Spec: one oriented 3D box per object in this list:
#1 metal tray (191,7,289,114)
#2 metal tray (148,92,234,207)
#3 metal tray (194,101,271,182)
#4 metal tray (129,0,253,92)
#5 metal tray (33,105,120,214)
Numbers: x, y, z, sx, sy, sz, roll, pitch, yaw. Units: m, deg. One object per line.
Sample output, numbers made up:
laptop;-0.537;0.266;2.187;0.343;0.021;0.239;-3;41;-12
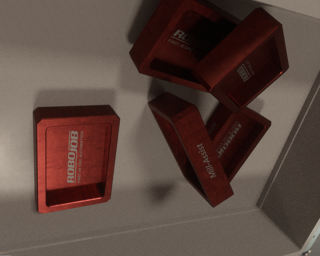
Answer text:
metal tray;0.098;-0.067;0.352;0.090;0.030;0.130;-43;157;13
metal tray;0.037;0.025;0.383;0.030;0.090;0.129;-30;114;-9
metal tray;0.102;0.025;0.479;0.091;0.030;0.129;21;107;-37
metal tray;0.043;-0.091;0.347;0.131;0.030;0.090;9;131;-41
metal tray;-0.102;0.038;0.373;0.091;0.030;0.129;-4;121;-27
